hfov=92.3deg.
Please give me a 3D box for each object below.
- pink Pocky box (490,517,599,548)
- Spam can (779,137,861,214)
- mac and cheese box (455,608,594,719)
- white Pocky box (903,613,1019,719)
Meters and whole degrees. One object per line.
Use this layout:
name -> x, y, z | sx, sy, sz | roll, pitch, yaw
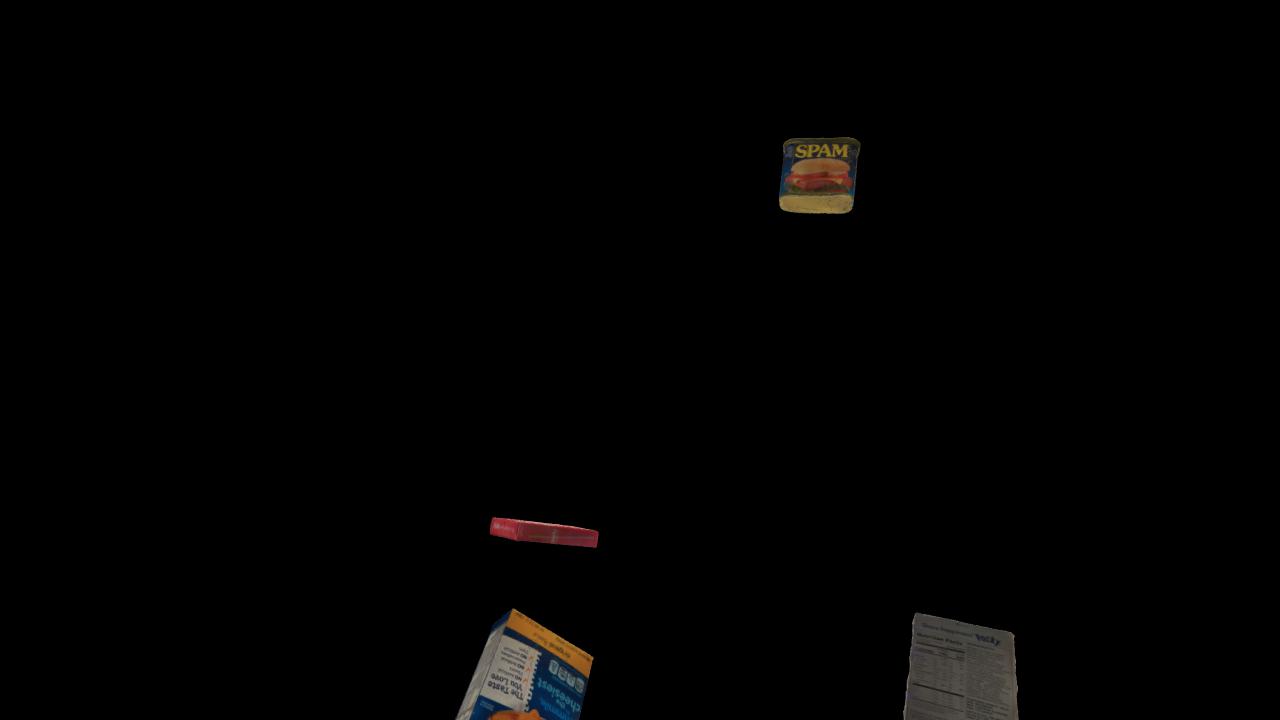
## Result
pink Pocky box -> -0.151, 0.275, 0.978 | 0.155, 0.029, 0.084 | 19, -18, -38
Spam can -> 0.242, -0.248, 0.835 | 0.101, 0.085, 0.058 | 6, -11, 18
mac and cheese box -> -0.099, 0.295, 0.472 | 0.093, 0.041, 0.184 | 39, 27, -13
white Pocky box -> 0.268, 0.287, 0.514 | 0.084, 0.028, 0.154 | 3, 29, 27
